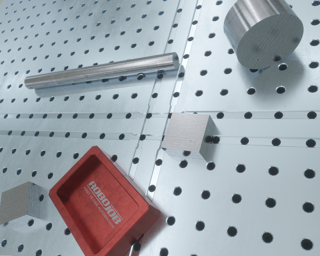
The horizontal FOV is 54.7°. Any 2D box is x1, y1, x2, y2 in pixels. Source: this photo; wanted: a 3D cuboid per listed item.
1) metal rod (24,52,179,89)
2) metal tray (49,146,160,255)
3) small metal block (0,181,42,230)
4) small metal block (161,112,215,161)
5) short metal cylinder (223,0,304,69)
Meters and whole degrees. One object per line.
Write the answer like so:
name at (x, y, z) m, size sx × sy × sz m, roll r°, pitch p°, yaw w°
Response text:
metal rod at (-0.112, -0.092, 0.521) m, size 0.301 × 0.025 × 0.025 m, roll -3°, pitch 61°, yaw 26°
metal tray at (-0.074, 0.092, 0.385) m, size 0.090 × 0.030 × 0.130 m, roll -46°, pitch 52°, yaw -5°
small metal block at (-0.199, 0.111, 0.442) m, size 0.050 × 0.025 × 0.050 m, roll -23°, pitch 53°, yaw 14°
small metal block at (0.035, 0.010, 0.383) m, size 0.050 × 0.025 × 0.050 m, roll 5°, pitch 64°, yaw 30°
short metal cylinder at (0.125, -0.119, 0.380) m, size 0.080 × 0.080 × 0.050 m, roll -24°, pitch 53°, yaw 13°
